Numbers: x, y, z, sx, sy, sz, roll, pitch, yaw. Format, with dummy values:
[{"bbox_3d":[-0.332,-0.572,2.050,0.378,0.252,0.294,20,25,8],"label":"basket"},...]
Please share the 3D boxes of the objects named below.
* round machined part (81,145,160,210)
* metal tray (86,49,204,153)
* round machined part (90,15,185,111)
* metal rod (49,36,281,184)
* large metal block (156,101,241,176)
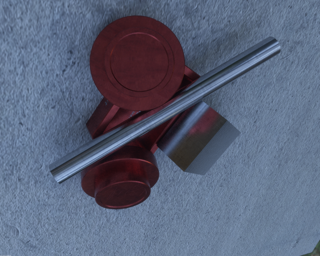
[{"bbox_3d":[-0.048,0.068,0.391,0.099,0.042,0.097,-9,140,-7],"label":"round machined part"},{"bbox_3d":[-0.017,-0.029,0.378,0.090,0.030,0.130,27,103,-38],"label":"metal tray"},{"bbox_3d":[-0.022,-0.066,0.318,0.099,0.042,0.097,-1,97,-8],"label":"round machined part"},{"bbox_3d":[0.013,-0.026,0.362,0.301,0.025,0.025,-31,129,-9],"label":"metal rod"},{"bbox_3d":[0.054,0.014,0.412,0.080,0.050,0.080,-51,153,7],"label":"large metal block"}]
